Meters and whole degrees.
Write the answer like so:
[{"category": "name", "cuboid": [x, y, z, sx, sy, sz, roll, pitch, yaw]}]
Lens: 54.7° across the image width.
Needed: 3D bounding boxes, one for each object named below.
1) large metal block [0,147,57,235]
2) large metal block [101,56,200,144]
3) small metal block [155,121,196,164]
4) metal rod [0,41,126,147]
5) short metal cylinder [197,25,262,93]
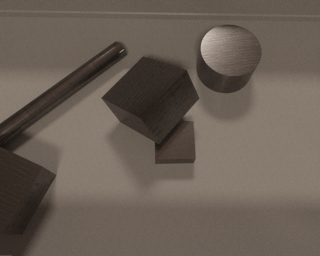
[{"category": "large metal block", "cuboid": [-0.187, 0.071, 0.368, 0.080, 0.050, 0.080, 23, 72, 8]}, {"category": "large metal block", "cuboid": [-0.012, -0.038, 0.392, 0.080, 0.050, 0.080, 28, 69, 41]}, {"category": "small metal block", "cuboid": [0.019, 0.019, 0.403, 0.050, 0.025, 0.050, -1, 70, -1]}, {"category": "metal rod", "cuboid": [-0.170, -0.022, 0.415, 0.301, 0.025, 0.025, -40, 75, -14]}, {"category": "short metal cylinder", "cuboid": [0.094, -0.095, 0.432, 0.081, 0.050, 0.080, 0, 70, 0]}]
